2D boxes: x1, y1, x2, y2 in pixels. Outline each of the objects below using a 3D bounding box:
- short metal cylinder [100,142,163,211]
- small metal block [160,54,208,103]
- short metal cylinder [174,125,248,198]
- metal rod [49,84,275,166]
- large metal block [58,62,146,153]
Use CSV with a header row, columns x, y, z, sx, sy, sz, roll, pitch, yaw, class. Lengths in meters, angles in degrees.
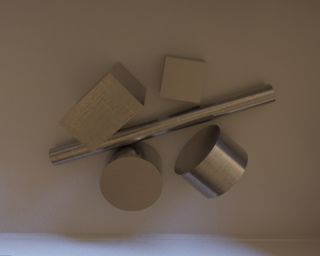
x,y,z,sx,sy,sz,roll,pitch,yaw,class
-0.037,0.064,0.419,0.081,0.050,0.079,0,110,-1,short metal cylinder
0.028,-0.062,0.387,0.050,0.025,0.050,8,110,-4,small metal block
0.064,0.042,0.397,0.050,0.080,0.080,41,105,-14,short metal cylinder
-0.001,-0.002,0.409,0.301,0.025,0.025,-16,110,5,metal rod
-0.064,-0.028,0.370,0.080,0.080,0.050,-41,105,13,large metal block
